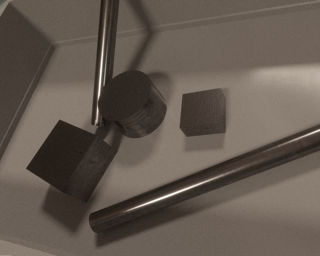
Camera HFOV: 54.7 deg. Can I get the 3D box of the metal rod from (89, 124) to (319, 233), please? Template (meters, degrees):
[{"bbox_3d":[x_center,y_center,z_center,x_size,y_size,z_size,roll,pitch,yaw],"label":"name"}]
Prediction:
[{"bbox_3d":[0.056,0.056,0.341,0.301,0.025,0.025,-24,53,13],"label":"metal rod"}]

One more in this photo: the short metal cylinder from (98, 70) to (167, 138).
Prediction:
[{"bbox_3d":[-0.038,-0.032,0.428,0.080,0.050,0.080,-13,56,20],"label":"short metal cylinder"}]

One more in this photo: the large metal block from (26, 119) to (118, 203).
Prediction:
[{"bbox_3d":[-0.120,0.044,0.424,0.080,0.050,0.080,19,72,35],"label":"large metal block"}]

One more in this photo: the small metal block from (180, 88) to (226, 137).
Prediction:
[{"bbox_3d":[0.054,-0.019,0.388,0.050,0.025,0.050,-7,59,24],"label":"small metal block"}]

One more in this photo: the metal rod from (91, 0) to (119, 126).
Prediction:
[{"bbox_3d":[-0.072,-0.151,0.433,0.025,0.025,0.298,13,101,33],"label":"metal rod"}]
